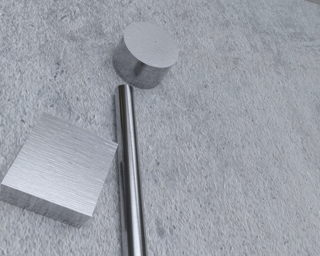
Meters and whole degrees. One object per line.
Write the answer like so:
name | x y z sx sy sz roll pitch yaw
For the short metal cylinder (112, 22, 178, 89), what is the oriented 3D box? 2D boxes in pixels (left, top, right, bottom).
short metal cylinder | -0.021 -0.102 0.439 0.081 0.050 0.080 14 56 -21

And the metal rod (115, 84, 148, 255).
metal rod | -0.031 0.081 0.337 0.025 0.025 0.299 7 59 -25

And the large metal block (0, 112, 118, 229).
large metal block | -0.098 0.043 0.309 0.080 0.050 0.080 25 53 -13
